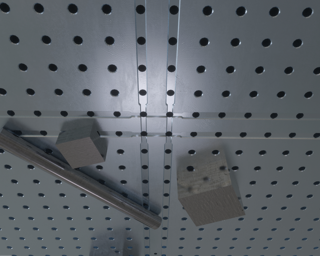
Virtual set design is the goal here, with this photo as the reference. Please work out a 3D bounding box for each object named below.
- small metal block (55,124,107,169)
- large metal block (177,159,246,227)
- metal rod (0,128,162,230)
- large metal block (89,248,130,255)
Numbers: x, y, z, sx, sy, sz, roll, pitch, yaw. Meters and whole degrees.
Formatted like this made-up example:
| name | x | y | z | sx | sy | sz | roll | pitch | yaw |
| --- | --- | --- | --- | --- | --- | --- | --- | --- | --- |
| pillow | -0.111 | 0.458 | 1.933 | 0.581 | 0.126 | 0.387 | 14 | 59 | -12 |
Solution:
| name | x | y | z | sx | sy | sz | roll | pitch | yaw |
| --- | --- | --- | --- | --- | --- | --- | --- | --- | --- |
| small metal block | -0.109 | 0.027 | 0.433 | 0.050 | 0.025 | 0.050 | -13 | 129 | 11 |
| large metal block | 0.079 | 0.103 | 0.484 | 0.080 | 0.050 | 0.080 | -19 | 128 | 15 |
| metal rod | -0.112 | 0.090 | 0.487 | 0.301 | 0.025 | 0.025 | 37 | 121 | -27 |
| large metal block | -0.098 | 0.303 | 0.653 | 0.080 | 0.050 | 0.080 | -17 | 128 | 14 |
